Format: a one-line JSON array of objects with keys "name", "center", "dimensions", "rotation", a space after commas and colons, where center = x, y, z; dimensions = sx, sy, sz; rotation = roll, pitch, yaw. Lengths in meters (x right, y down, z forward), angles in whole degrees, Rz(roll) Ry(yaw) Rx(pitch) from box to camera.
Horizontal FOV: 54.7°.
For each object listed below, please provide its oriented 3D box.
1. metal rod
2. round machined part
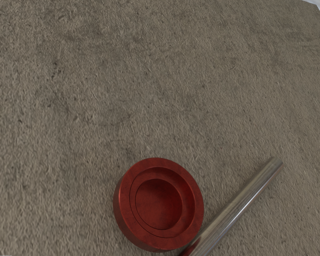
[{"name": "metal rod", "center": [0.073, 0.116, 0.374], "dimensions": [0.302, 0.025, 0.025], "rotation": [-32, 80, -38]}, {"name": "round machined part", "center": [-0.005, 0.085, 0.340], "dimensions": [0.099, 0.042, 0.098], "rotation": [14, 56, -21]}]
